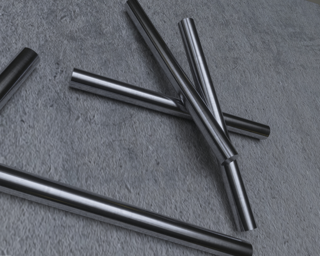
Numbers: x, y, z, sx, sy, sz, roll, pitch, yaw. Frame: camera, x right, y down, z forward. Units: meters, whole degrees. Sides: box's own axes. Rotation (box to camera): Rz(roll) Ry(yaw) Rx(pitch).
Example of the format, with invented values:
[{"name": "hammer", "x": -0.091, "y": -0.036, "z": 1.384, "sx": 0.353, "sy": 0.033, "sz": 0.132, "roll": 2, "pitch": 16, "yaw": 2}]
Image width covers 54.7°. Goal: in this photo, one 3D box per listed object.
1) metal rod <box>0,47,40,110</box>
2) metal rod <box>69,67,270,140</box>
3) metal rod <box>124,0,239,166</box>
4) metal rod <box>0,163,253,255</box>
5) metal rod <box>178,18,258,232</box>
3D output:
[{"name": "metal rod", "x": -0.197, "y": 0.026, "z": 0.281, "sx": 0.025, "sy": 0.025, "sz": 0.300, "roll": 28, "pitch": 52, "yaw": -11}, {"name": "metal rod", "x": 0.028, "y": -0.028, "z": 0.435, "sx": 0.302, "sy": 0.025, "sz": 0.025, "roll": 14, "pitch": 56, "yaw": -20}, {"name": "metal rod", "x": 0.019, "y": -0.080, "z": 0.437, "sx": 0.025, "sy": 0.025, "sz": 0.299, "roll": -11, "pitch": 60, "yaw": -33}, {"name": "metal rod", "x": -0.033, "y": 0.094, "z": 0.328, "sx": 0.302, "sy": 0.025, "sz": 0.025, "roll": 22, "pitch": 54, "yaw": -15}, {"name": "metal rod", "x": 0.073, "y": -0.014, "z": 0.421, "sx": 0.025, "sy": 0.025, "sz": 0.299, "roll": -6, "pitch": 74, "yaw": -31}]
